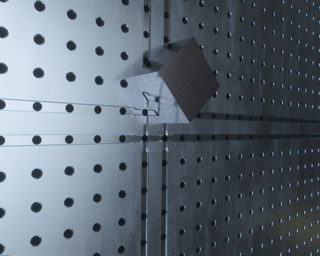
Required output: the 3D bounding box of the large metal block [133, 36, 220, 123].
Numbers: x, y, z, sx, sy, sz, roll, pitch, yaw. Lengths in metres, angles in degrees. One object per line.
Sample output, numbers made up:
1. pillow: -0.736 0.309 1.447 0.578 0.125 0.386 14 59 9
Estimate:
1. large metal block: 0.025 -0.062 0.416 0.080 0.050 0.080 -49 119 -29
